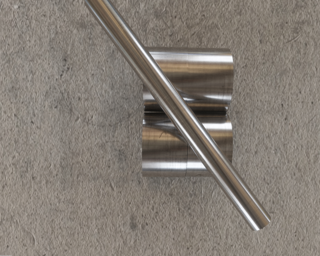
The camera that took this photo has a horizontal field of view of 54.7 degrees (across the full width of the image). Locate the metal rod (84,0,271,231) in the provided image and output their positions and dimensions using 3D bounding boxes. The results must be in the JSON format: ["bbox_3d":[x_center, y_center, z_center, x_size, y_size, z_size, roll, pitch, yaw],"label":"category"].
[{"bbox_3d":[0.019,-0.018,0.331,0.025,0.025,0.299,-37,90,0],"label":"metal rod"}]

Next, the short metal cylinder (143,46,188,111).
[{"bbox_3d":[0.006,-0.060,0.384,0.050,0.080,0.079,1,90,0],"label":"short metal cylinder"}]

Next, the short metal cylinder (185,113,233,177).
[{"bbox_3d":[0.056,0.021,0.384,0.050,0.080,0.079,1,90,0],"label":"short metal cylinder"}]

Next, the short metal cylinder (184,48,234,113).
[{"bbox_3d":[0.057,-0.059,0.384,0.050,0.080,0.079,1,90,0],"label":"short metal cylinder"}]

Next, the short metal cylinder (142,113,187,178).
[{"bbox_3d":[0.005,0.021,0.384,0.050,0.080,0.079,1,90,0],"label":"short metal cylinder"}]
